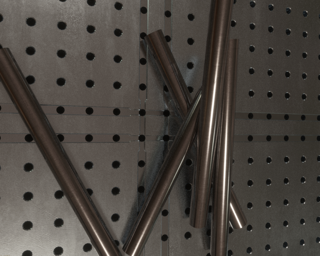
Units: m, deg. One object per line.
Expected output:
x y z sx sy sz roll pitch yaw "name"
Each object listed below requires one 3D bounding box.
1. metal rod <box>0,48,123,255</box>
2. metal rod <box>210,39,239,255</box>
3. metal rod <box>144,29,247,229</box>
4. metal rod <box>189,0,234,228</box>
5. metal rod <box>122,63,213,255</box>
-0.116 0.048 0.370 0.025 0.025 0.299 -29 100 -18 "metal rod"
0.083 0.038 0.408 0.025 0.025 0.298 -6 106 -20 "metal rod"
0.054 0.008 0.433 0.025 0.025 0.299 -28 100 -18 "metal rod"
0.060 -0.007 0.382 0.025 0.025 0.298 -5 112 -20 "metal rod"
0.027 0.026 0.403 0.025 0.025 0.299 26 89 -19 "metal rod"
